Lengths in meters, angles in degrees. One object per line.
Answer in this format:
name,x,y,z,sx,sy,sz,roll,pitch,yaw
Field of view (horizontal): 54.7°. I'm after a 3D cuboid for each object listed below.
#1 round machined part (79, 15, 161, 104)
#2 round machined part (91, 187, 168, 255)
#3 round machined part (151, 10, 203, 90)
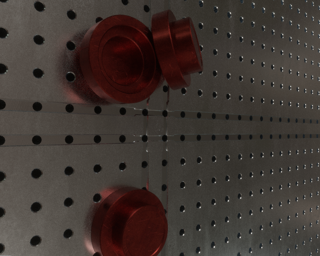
round machined part,-0.048,-0.076,0.359,0.099,0.042,0.097,0,90,-40
round machined part,-0.029,0.124,0.376,0.099,0.042,0.097,0,90,-40
round machined part,0.026,-0.100,0.391,0.098,0.042,0.097,-13,90,-75
